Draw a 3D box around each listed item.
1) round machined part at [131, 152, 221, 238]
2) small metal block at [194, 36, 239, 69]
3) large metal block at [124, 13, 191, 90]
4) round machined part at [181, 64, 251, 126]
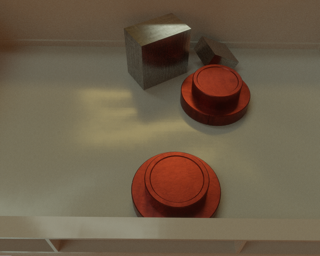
[{"bbox_3d":[0.018,0.065,0.340,0.099,0.042,0.098,0,50,0],"label":"round machined part"},{"bbox_3d":[0.088,-0.115,0.489,0.050,0.025,0.050,7,43,-33],"label":"small metal block"},{"bbox_3d":[-0.004,-0.115,0.466,0.081,0.080,0.050,-25,55,-20],"label":"large metal block"},{"bbox_3d":[0.079,-0.053,0.440,0.099,0.042,0.098,0,50,0],"label":"round machined part"}]
